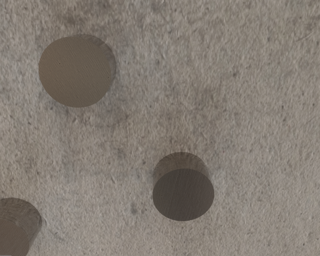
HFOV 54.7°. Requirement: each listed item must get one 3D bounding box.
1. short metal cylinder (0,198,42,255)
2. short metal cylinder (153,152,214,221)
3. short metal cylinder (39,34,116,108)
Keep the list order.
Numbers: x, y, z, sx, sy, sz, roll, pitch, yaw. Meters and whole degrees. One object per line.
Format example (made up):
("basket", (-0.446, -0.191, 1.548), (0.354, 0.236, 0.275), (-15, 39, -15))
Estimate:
("short metal cylinder", (-0.220, 0.149, 0.448), (0.081, 0.050, 0.079), (0, 110, -1))
("short metal cylinder", (0.030, 0.080, 0.426), (0.081, 0.050, 0.079), (0, 110, -1))
("short metal cylinder", (-0.095, -0.070, 0.370), (0.081, 0.050, 0.079), (0, 110, -1))
